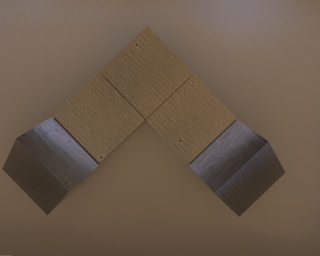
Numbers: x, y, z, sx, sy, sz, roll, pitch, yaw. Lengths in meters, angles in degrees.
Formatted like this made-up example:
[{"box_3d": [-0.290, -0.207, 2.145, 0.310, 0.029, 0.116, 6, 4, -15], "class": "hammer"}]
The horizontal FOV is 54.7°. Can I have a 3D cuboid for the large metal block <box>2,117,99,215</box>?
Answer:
[{"box_3d": [-0.134, 0.048, 0.374, 0.080, 0.050, 0.080, 46, 133, 0], "class": "large metal block"}]

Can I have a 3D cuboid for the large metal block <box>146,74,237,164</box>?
[{"box_3d": [0.040, -0.009, 0.397, 0.080, 0.050, 0.080, -44, 90, 0], "class": "large metal block"}]

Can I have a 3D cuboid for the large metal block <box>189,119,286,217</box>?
[{"box_3d": [0.096, 0.050, 0.377, 0.080, 0.050, 0.080, -44, 134, 0], "class": "large metal block"}]

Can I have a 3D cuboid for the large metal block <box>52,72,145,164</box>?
[{"box_3d": [-0.074, -0.011, 0.396, 0.080, 0.050, 0.080, -44, 90, 0], "class": "large metal block"}]

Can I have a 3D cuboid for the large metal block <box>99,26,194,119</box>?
[{"box_3d": [-0.016, -0.067, 0.397, 0.080, 0.050, 0.080, -44, 90, 0], "class": "large metal block"}]
